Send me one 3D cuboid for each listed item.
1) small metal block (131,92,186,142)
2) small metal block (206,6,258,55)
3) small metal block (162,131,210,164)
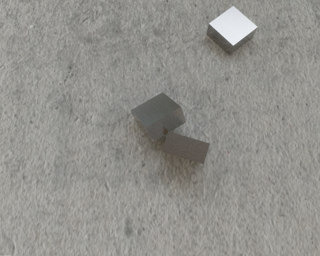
[{"bbox_3d":[-0.003,-0.015,0.401,0.050,0.025,0.050,-31,38,-11],"label":"small metal block"},{"bbox_3d":[0.107,-0.146,0.463,0.050,0.025,0.050,-39,75,-13],"label":"small metal block"},{"bbox_3d":[0.032,0.024,0.384,0.050,0.050,0.025,17,88,5],"label":"small metal block"}]
